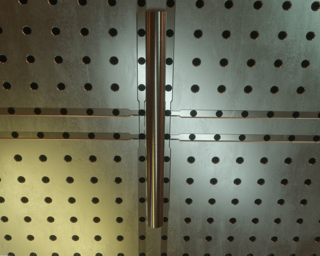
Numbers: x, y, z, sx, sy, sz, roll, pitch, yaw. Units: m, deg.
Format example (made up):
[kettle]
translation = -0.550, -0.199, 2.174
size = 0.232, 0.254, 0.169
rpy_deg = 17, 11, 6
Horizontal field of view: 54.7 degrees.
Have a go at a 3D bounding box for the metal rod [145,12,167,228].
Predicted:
[metal rod]
translation = -0.006, 0.003, 0.414
size = 0.025, 0.025, 0.298
rpy_deg = 0, 110, -1
